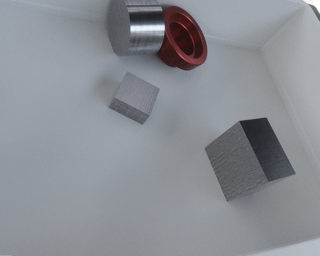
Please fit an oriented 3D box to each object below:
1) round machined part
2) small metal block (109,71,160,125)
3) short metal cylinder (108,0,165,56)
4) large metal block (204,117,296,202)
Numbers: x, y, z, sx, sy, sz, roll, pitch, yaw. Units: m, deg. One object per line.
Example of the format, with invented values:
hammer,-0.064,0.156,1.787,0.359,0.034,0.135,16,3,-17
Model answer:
round machined part,0.026,-0.134,0.480,0.099,0.042,0.098,21,58,-39
small metal block,-0.033,-0.040,0.413,0.050,0.025,0.050,27,52,-12
short metal cylinder,-0.035,-0.143,0.438,0.050,0.080,0.080,-11,67,-28
large metal block,0.114,0.042,0.408,0.050,0.080,0.080,-7,65,-32
